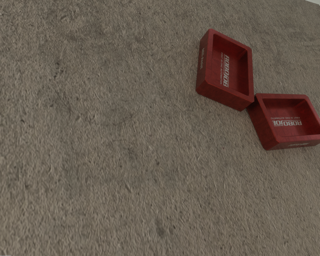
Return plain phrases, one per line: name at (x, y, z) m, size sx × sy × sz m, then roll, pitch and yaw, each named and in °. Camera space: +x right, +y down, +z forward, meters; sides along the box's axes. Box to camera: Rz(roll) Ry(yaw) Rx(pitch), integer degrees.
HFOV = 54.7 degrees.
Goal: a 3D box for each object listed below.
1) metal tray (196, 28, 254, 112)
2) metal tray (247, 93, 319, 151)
metal tray at (0.110, -0.099, 0.519) m, size 0.091 × 0.030 × 0.130 m, roll 21°, pitch 54°, yaw -16°
metal tray at (0.215, -0.012, 0.523) m, size 0.131 × 0.030 × 0.090 m, roll -2°, pitch 63°, yaw -29°
